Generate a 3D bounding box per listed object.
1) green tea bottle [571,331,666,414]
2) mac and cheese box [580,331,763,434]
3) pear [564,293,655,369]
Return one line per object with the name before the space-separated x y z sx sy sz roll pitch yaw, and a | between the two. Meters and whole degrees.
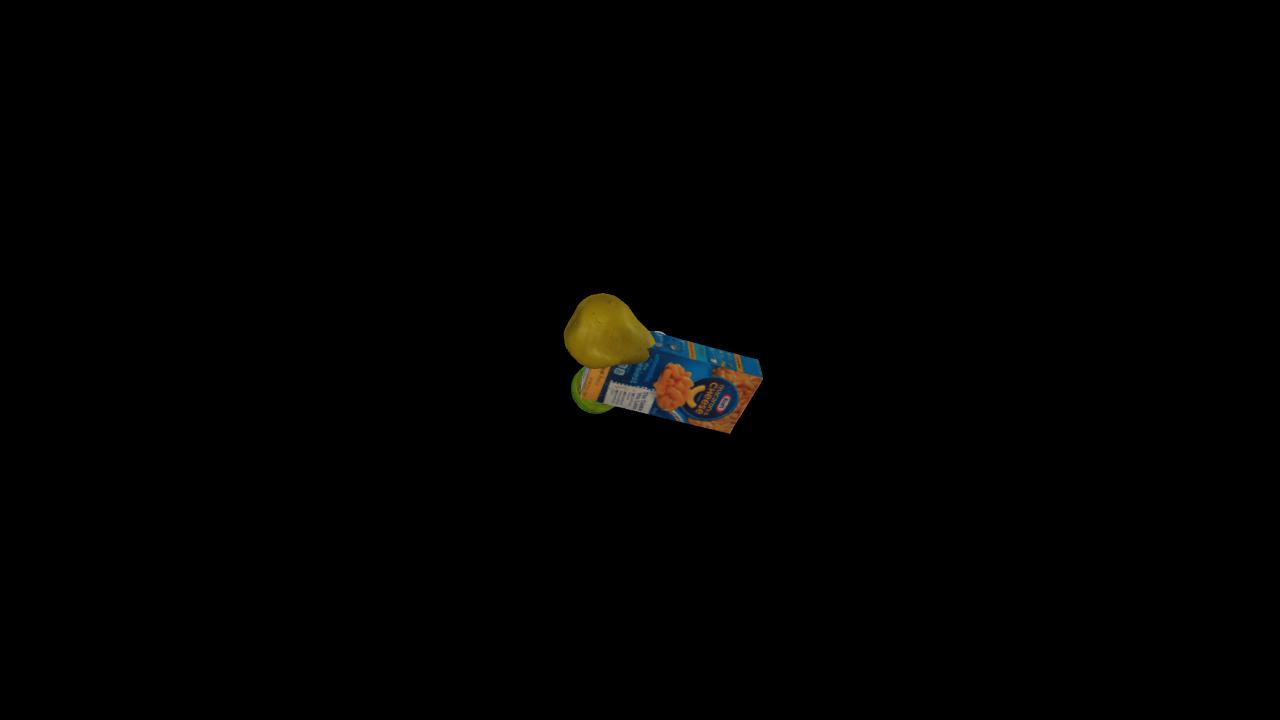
green tea bottle | -0.021 0.013 0.768 0.073 0.073 0.212 0 -16 -28
mac and cheese box | 0.033 0.021 0.684 0.184 0.093 0.041 14 36 -12
pear | -0.022 -0.019 0.648 0.111 0.080 0.080 29 -9 -16
